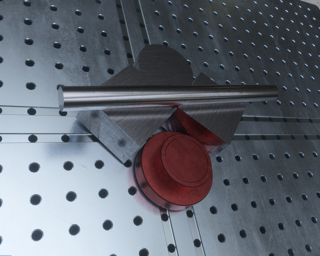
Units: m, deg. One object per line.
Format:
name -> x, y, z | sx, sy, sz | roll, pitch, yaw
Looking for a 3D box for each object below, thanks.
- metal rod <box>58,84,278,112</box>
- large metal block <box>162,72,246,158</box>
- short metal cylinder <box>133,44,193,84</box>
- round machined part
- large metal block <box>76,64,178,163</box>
metal rod -> 0.033, -0.040, 0.379 | 0.303, 0.025, 0.025 | -5, 64, -30
large metal block -> 0.062, -0.017, 0.428 | 0.080, 0.050, 0.080 | 36, 52, -4
short metal cylinder -> -0.001, -0.068, 0.428 | 0.081, 0.050, 0.080 | 14, 56, -21
round machined part -> 0.023, 0.046, 0.376 | 0.099, 0.042, 0.098 | 14, 56, -21
large metal block -> -0.040, -0.019, 0.377 | 0.080, 0.050, 0.080 | 44, 51, 0
